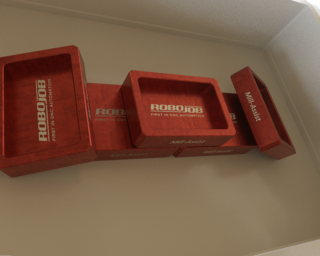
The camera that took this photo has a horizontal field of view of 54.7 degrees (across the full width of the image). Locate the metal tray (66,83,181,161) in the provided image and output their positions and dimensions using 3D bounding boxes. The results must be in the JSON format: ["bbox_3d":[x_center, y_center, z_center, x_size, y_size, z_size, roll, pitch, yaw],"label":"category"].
[{"bbox_3d":[-0.046,-0.008,0.382,0.131,0.030,0.090,0,62,-28],"label":"metal tray"}]

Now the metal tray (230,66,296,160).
[{"bbox_3d":[0.158,-0.021,0.473,0.090,0.030,0.130,21,48,-52],"label":"metal tray"}]

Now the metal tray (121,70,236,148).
[{"bbox_3d":[0.024,-0.023,0.388,0.131,0.030,0.090,0,61,-28],"label":"metal tray"}]

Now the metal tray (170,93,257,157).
[{"bbox_3d":[0.070,-0.007,0.443,0.131,0.030,0.090,0,62,-28],"label":"metal tray"}]

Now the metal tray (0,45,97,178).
[{"bbox_3d":[-0.121,-0.021,0.325,0.091,0.030,0.130,-11,65,-5],"label":"metal tray"}]
